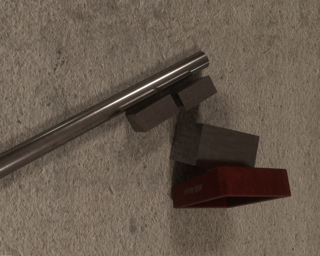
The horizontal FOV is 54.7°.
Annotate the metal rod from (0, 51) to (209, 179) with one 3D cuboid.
[{"bbox_3d":[-0.064,-0.024,0.386,0.302,0.025,0.025,-30,100,-18],"label":"metal rod"}]

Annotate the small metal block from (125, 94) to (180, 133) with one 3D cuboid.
[{"bbox_3d":[-0.011,-0.018,0.393,0.050,0.050,0.025,-32,101,-17],"label":"small metal block"}]

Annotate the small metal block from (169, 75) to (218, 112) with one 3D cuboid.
[{"bbox_3d":[0.039,-0.044,0.411,0.050,0.050,0.025,-31,101,-18],"label":"small metal block"}]

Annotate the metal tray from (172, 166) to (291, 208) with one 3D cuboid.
[{"bbox_3d":[0.081,0.077,0.383,0.091,0.129,0.030,5,69,-20],"label":"metal tray"}]

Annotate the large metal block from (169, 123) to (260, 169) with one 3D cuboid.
[{"bbox_3d":[0.068,0.026,0.406,0.081,0.080,0.050,12,86,-20],"label":"large metal block"}]
